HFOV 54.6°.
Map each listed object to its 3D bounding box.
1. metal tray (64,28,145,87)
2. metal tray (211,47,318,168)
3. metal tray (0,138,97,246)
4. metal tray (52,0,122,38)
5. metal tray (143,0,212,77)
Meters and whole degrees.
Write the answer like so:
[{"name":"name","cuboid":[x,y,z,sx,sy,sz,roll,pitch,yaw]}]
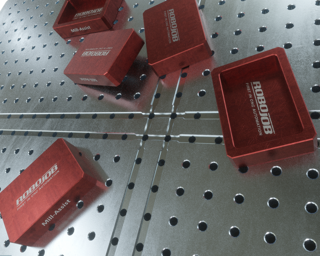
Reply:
[{"name":"metal tray","cuboid":[-0.095,-0.116,0.513,0.130,0.030,0.090,11,67,44]},{"name":"metal tray","cuboid":[0.115,-0.026,0.360,0.090,0.030,0.130,-16,55,19]},{"name":"metal tray","cuboid":[-0.163,0.088,0.438,0.130,0.030,0.090,-44,51,-2]},{"name":"metal tray","cuboid":[-0.146,-0.233,0.626,0.130,0.030,0.090,-1,61,28]},{"name":"metal tray","cuboid":[0.024,-0.150,0.486,0.090,0.030,0.130,-19,54,17]}]
